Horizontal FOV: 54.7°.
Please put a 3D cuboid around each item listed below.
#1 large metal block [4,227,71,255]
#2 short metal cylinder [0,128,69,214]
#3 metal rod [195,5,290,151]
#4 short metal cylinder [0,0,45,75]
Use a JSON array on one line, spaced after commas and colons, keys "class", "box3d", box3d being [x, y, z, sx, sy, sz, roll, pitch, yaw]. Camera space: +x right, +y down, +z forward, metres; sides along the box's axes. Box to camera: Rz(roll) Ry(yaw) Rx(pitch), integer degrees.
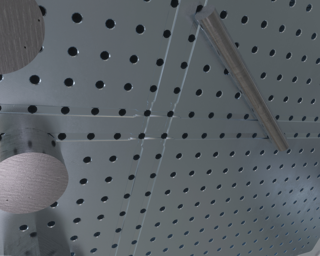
[{"class": "large metal block", "box3d": [-0.156, 0.193, 0.410, 0.050, 0.080, 0.080, -35, 129, -5]}, {"class": "short metal cylinder", "box3d": [-0.148, 0.047, 0.344, 0.081, 0.050, 0.079, -14, 124, -21]}, {"class": "metal rod", "box3d": [0.134, -0.051, 0.451, 0.025, 0.025, 0.300, -44, 129, 2]}, {"class": "short metal cylinder", "box3d": [-0.143, -0.091, 0.260, 0.081, 0.050, 0.079, -14, 124, -21]}]
